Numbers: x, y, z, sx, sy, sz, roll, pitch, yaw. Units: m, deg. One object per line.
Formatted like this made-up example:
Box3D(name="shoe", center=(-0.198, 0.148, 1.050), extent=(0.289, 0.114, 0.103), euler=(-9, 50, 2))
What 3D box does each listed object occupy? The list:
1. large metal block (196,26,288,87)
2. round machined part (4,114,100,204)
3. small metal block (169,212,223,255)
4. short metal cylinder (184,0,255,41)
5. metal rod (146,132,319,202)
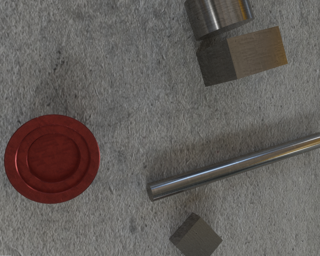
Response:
Box3D(name="large metal block", center=(0.108, -0.095, 0.421), extent=(0.081, 0.080, 0.050), euler=(-19, 97, -19))
Box3D(name="round machined part", center=(-0.122, 0.033, 0.355), extent=(0.099, 0.042, 0.097), euler=(0, 90, -21))
Box3D(name="small metal block", center=(0.050, 0.155, 0.429), extent=(0.050, 0.025, 0.050), euler=(-45, 105, -15))
Box3D(name="short metal cylinder", center=(0.078, -0.154, 0.410), extent=(0.081, 0.080, 0.050), euler=(-22, 98, -19))
Box3D(name="metal rod", center=(0.125, 0.052, 0.456), extent=(0.302, 0.025, 0.025), euler=(-13, 95, -20))
